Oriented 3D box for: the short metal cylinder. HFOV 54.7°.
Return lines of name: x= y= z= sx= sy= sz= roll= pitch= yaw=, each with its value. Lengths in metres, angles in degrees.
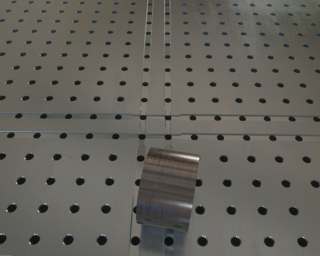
short metal cylinder: x=0.010 y=0.063 z=0.319 sx=0.050 sy=0.080 sz=0.080 roll=9 pitch=51 yaw=7
